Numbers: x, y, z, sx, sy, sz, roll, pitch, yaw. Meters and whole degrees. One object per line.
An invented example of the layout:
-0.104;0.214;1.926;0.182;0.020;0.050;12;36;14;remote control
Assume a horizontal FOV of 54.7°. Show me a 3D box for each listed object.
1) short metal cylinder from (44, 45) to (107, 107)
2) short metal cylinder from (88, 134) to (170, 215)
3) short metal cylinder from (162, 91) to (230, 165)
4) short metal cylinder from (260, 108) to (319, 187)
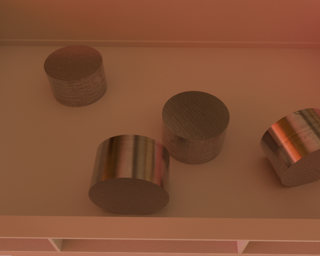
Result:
-0.121;-0.076;0.452;0.080;0.050;0.080;0;50;0;short metal cylinder
-0.030;0.051;0.326;0.080;0.080;0.050;1;50;1;short metal cylinder
0.043;-0.001;0.390;0.080;0.050;0.080;0;50;0;short metal cylinder
0.163;0.023;0.351;0.081;0.080;0.050;-12;51;-10;short metal cylinder
